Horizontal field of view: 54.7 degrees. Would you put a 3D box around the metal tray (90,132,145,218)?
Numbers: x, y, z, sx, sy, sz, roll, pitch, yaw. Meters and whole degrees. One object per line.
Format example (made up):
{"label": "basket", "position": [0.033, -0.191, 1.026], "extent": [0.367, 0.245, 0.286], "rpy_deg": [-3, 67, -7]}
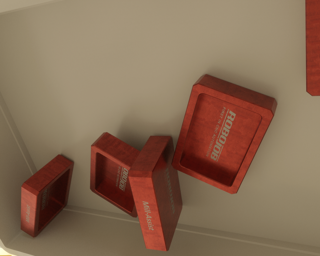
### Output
{"label": "metal tray", "position": [-0.058, 0.074, 0.460], "extent": [0.090, 0.030, 0.129], "rpy_deg": [29, 140, 11]}

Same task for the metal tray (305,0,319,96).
{"label": "metal tray", "position": [0.172, -0.093, 0.258], "extent": [0.090, 0.030, 0.129], "rpy_deg": [1, 119, 27]}

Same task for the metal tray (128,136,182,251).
{"label": "metal tray", "position": [-0.001, 0.086, 0.417], "extent": [0.030, 0.090, 0.129], "rpy_deg": [0, 119, 19]}

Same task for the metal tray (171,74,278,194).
{"label": "metal tray", "position": [0.072, 0.011, 0.373], "extent": [0.090, 0.030, 0.129], "rpy_deg": [23, 127, 14]}

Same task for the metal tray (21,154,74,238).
{"label": "metal tray", "position": [-0.197, 0.119, 0.541], "extent": [0.030, 0.090, 0.129], "rpy_deg": [28, 128, 10]}
